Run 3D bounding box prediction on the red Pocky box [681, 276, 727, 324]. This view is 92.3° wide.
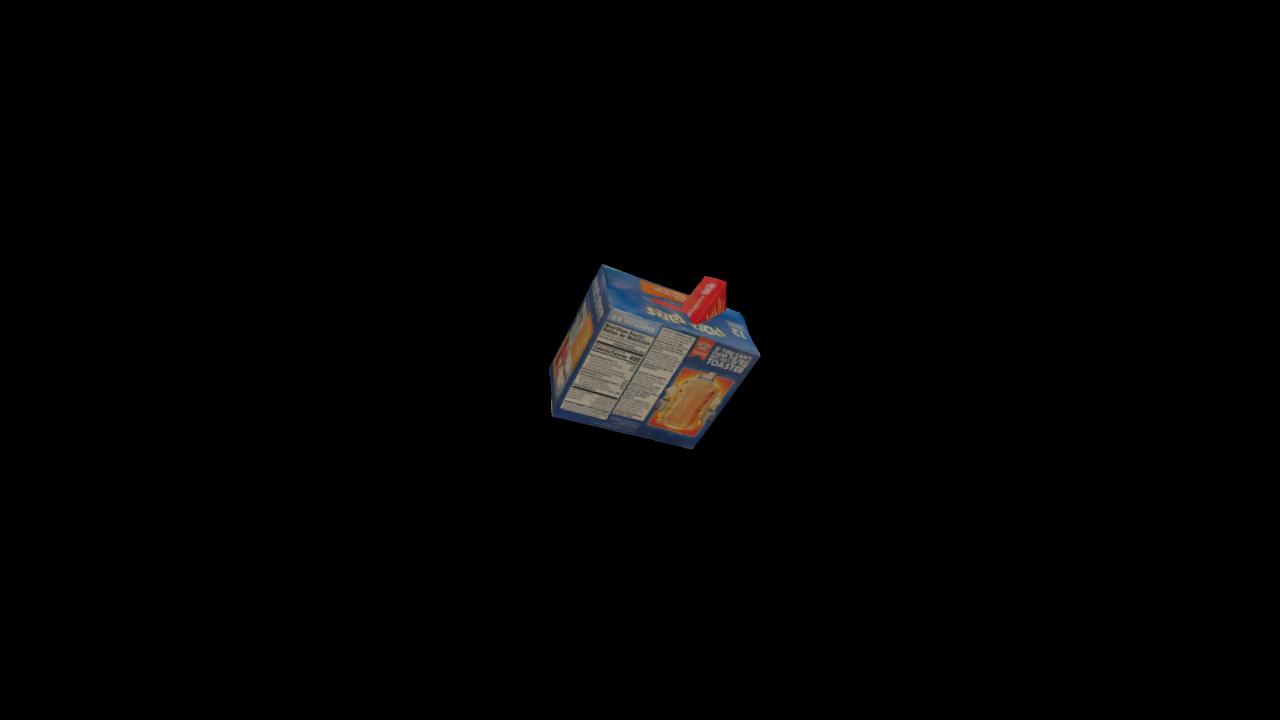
[{"bbox_3d":[0.065,-0.004,0.657,0.028,0.155,0.083,20,52,26],"label":"red Pocky box"}]

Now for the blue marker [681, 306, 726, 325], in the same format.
[{"bbox_3d":[-0.010,-0.034,0.654,0.020,0.020,0.121,0,18,-26],"label":"blue marker"}]

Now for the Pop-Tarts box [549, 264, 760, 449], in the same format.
[{"bbox_3d":[0.010,0.002,0.631,0.167,0.141,0.083,16,34,-24],"label":"Pop-Tarts box"}]
